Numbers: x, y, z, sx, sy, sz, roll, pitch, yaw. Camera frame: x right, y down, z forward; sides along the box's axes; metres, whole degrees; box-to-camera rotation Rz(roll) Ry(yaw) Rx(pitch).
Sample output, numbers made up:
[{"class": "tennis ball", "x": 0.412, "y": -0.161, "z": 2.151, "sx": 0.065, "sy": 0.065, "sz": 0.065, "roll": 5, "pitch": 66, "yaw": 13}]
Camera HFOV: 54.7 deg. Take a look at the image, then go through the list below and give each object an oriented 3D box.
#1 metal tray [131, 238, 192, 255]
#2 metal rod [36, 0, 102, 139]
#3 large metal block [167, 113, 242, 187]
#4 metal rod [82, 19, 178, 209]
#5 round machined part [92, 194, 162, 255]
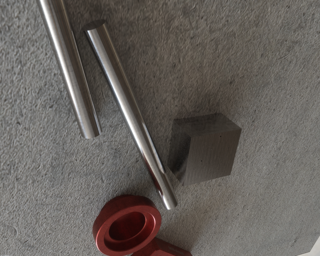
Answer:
[{"class": "metal tray", "x": -0.001, "y": 0.254, "z": 0.561, "sx": 0.090, "sy": 0.030, "sz": 0.130, "roll": -47, "pitch": 130, "yaw": 4}, {"class": "metal rod", "x": -0.099, "y": -0.116, "z": 0.281, "sx": 0.025, "sy": 0.025, "sz": 0.298, "roll": -21, "pitch": 127, "yaw": -17}, {"class": "large metal block", "x": 0.062, "y": 0.029, "z": 0.444, "sx": 0.081, "sy": 0.050, "sz": 0.079, "roll": -9, "pitch": 122, "yaw": -24}, {"class": "metal rod", "x": -0.025, "y": 0.008, "z": 0.399, "sx": 0.025, "sy": 0.025, "sz": 0.299, "roll": -29, "pitch": 129, "yaw": -11}, {"class": "round machined part", "x": -0.051, "y": 0.137, "z": 0.454, "sx": 0.099, "sy": 0.042, "sz": 0.097, "roll": -14, "pitch": 125, "yaw": -21}]
